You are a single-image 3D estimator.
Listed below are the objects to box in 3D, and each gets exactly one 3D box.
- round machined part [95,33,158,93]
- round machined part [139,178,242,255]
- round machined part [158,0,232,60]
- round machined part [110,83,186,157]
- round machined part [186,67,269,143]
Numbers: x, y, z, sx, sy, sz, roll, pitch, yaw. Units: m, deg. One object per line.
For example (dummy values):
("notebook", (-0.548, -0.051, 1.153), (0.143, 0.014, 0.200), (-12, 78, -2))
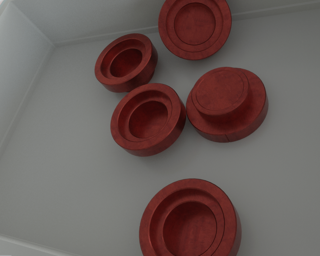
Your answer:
("round machined part", (-0.047, -0.094, 0.476), (0.098, 0.042, 0.098), (-13, 56, 20))
("round machined part", (0.032, 0.104, 0.309), (0.098, 0.042, 0.098), (-15, 50, 19))
("round machined part", (0.049, -0.145, 0.435), (0.098, 0.042, 0.097), (2, 101, 9))
("round machined part", (-0.012, -0.007, 0.404), (0.098, 0.042, 0.098), (-13, 56, 20))
("round machined part", (0.077, -0.035, 0.375), (0.098, 0.042, 0.098), (-13, 56, 20))
